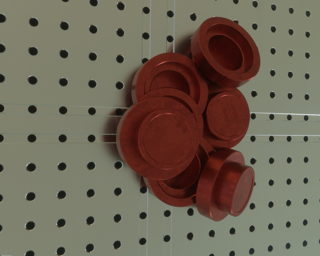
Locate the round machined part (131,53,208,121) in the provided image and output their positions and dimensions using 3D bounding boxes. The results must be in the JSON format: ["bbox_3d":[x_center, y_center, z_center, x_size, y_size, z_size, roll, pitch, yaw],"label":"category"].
[{"bbox_3d":[0.010,-0.046,0.407,0.099,0.042,0.097,0,90,-20],"label":"round machined part"}]

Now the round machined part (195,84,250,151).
[{"bbox_3d":[0.086,-0.016,0.434,0.099,0.042,0.097,0,90,-20],"label":"round machined part"}]

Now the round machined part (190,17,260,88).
[{"bbox_3d":[0.084,-0.097,0.422,0.099,0.042,0.098,10,65,-23],"label":"round machined part"}]

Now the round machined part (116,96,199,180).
[{"bbox_3d":[0.002,0.012,0.359,0.099,0.042,0.097,0,90,-20],"label":"round machined part"}]

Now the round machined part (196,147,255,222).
[{"bbox_3d":[0.092,0.078,0.411,0.099,0.042,0.097,-24,121,-46],"label":"round machined part"}]

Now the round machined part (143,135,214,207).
[{"bbox_3d":[0.023,0.051,0.412,0.099,0.042,0.097,0,90,-20],"label":"round machined part"}]

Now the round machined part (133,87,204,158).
[{"bbox_3d":[0.004,-0.002,0.404,0.099,0.042,0.097,0,90,-20],"label":"round machined part"}]
